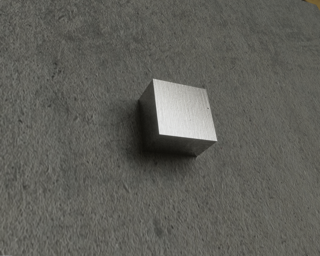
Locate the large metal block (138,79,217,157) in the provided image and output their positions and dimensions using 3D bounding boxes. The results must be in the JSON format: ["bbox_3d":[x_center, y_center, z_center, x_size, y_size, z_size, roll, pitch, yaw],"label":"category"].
[{"bbox_3d":[0.021,-0.011,0.409,0.081,0.050,0.080,8,58,-25],"label":"large metal block"}]
